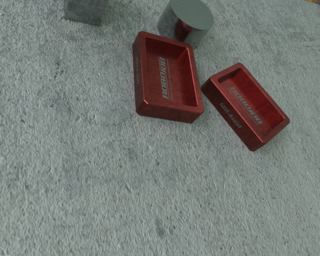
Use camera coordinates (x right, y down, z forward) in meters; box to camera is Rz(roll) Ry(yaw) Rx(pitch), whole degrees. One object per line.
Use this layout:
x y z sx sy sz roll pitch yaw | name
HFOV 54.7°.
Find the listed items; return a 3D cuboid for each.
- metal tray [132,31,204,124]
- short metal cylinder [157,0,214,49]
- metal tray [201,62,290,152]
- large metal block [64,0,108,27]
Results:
0.009 -0.075 0.450 0.091 0.030 0.130 9 58 -24 | metal tray
0.042 -0.177 0.519 0.081 0.050 0.080 14 56 -21 | short metal cylinder
0.138 -0.037 0.497 0.091 0.030 0.130 -30 79 -38 | metal tray
-0.104 -0.207 0.439 0.050 0.080 0.080 4 60 -26 | large metal block
